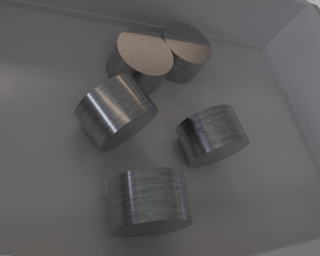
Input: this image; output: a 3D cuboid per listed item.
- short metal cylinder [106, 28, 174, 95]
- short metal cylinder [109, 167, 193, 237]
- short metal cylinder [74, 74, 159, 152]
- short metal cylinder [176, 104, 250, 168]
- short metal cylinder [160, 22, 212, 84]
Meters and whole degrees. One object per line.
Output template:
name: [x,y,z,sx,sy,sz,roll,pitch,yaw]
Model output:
short metal cylinder: [-0.028,-0.090,0.429,0.081,0.050,0.080,13,56,-21]
short metal cylinder: [-0.011,0.078,0.317,0.081,0.080,0.050,6,59,-25]
short metal cylinder: [-0.049,-0.017,0.354,0.081,0.080,0.050,-31,79,-38]
short metal cylinder: [0.067,0.012,0.399,0.081,0.080,0.050,-9,66,-32]
short metal cylinder: [0.031,-0.115,0.477,0.081,0.050,0.080,14,56,-21]
